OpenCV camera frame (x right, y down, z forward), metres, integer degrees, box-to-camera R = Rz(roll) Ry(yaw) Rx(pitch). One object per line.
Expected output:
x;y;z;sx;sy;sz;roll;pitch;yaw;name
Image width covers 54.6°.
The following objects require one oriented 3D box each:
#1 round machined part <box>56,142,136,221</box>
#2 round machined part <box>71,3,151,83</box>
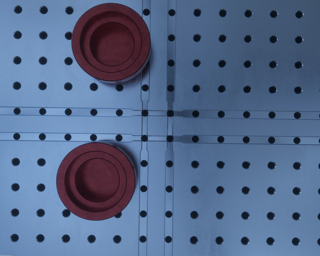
-0.079;0.066;0.404;0.099;0.042;0.097;0;90;0;round machined part
-0.061;-0.106;0.404;0.099;0.042;0.097;0;90;0;round machined part
